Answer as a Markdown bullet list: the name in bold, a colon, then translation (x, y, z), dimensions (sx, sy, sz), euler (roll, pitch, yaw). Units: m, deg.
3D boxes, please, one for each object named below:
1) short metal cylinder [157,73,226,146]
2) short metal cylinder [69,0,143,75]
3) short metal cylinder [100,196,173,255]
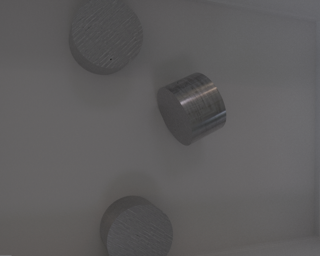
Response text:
- **short metal cylinder**: translation (0.039, -0.024, 0.395), dimensions (0.050, 0.080, 0.080), euler (-27, 99, -18)
- **short metal cylinder**: translation (-0.066, -0.107, 0.373), dimensions (0.081, 0.050, 0.080), euler (0, 90, -20)
- **short metal cylinder**: translation (-0.030, 0.130, 0.386), dimensions (0.081, 0.050, 0.080), euler (0, 90, -20)
